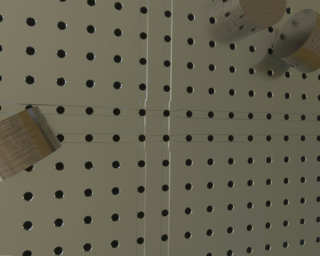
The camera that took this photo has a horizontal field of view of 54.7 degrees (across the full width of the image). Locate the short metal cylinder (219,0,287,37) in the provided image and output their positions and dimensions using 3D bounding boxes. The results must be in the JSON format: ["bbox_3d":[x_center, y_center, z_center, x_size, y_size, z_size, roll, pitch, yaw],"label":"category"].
[{"bbox_3d":[0.134,-0.180,0.450,0.081,0.050,0.079,0,90,-20],"label":"short metal cylinder"}]

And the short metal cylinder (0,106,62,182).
[{"bbox_3d":[-0.154,0.017,0.327,0.080,0.080,0.050,-31,101,-18],"label":"short metal cylinder"}]

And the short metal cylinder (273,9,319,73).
[{"bbox_3d":[0.219,-0.130,0.466,0.050,0.080,0.080,24,82,-19],"label":"short metal cylinder"}]
